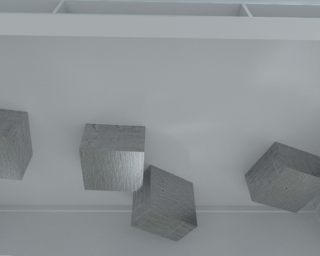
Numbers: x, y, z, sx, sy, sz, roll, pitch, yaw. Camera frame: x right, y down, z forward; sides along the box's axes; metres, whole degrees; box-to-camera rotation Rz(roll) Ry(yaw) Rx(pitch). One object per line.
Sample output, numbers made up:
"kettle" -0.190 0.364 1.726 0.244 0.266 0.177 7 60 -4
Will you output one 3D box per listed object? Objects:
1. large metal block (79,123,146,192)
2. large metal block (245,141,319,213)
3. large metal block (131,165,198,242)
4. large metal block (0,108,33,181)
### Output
"large metal block" -0.063 0.042 0.428 0.081 0.050 0.079 3 130 -3
"large metal block" 0.187 0.075 0.460 0.081 0.050 0.079 18 128 -15
"large metal block" 0.006 0.114 0.470 0.080 0.080 0.050 27 125 -21
"large metal block" -0.220 0.020 0.406 0.081 0.050 0.079 7 130 -7
